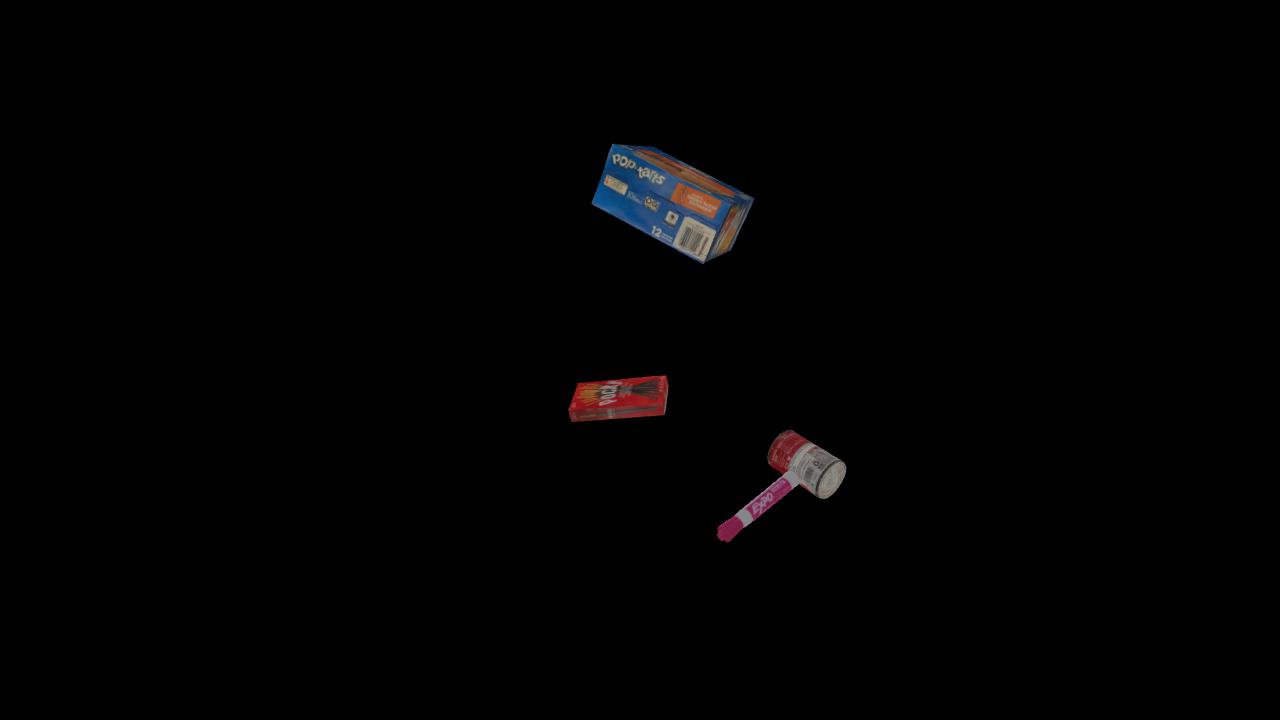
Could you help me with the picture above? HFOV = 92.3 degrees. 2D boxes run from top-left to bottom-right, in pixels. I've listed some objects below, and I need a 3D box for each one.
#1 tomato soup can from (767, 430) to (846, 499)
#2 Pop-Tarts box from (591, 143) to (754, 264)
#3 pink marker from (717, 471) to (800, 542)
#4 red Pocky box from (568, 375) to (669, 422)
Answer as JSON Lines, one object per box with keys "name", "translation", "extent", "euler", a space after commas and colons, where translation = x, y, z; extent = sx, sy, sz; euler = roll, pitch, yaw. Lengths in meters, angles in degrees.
{"name": "tomato soup can", "translation": [0.257, 0.160, 0.950], "extent": [0.068, 0.068, 0.101], "euler": [0, 22, -40]}
{"name": "Pop-Tarts box", "translation": [0.047, -0.208, 0.801], "extent": [0.167, 0.083, 0.141], "euler": [31, 25, 11]}
{"name": "pink marker", "translation": [0.128, 0.158, 0.666], "extent": [0.121, 0.020, 0.020], "euler": [-29, 15, -30]}
{"name": "red Pocky box", "translation": [-0.034, 0.062, 0.996], "extent": [0.155, 0.028, 0.083], "euler": [-5, 31, 10]}
